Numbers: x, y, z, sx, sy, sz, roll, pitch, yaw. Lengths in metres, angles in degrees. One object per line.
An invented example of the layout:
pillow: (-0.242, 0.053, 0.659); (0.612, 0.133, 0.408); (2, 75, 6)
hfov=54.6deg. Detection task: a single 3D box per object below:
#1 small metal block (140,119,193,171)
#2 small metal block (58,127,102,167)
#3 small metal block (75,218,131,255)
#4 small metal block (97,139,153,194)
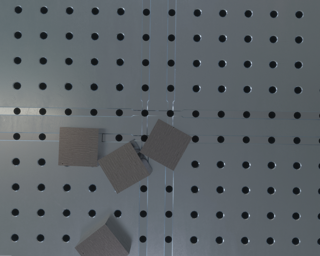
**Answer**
small metal block: (0.008, 0.022, 0.413); (0.050, 0.025, 0.050); (29, 90, 0)
small metal block: (-0.105, 0.024, 0.413); (0.050, 0.025, 0.050); (2, 90, 0)
small metal block: (-0.075, 0.159, 0.413); (0.050, 0.025, 0.050); (-38, 90, 0)
small metal block: (-0.045, 0.050, 0.410); (0.050, 0.025, 0.050); (-31, 90, 8)
